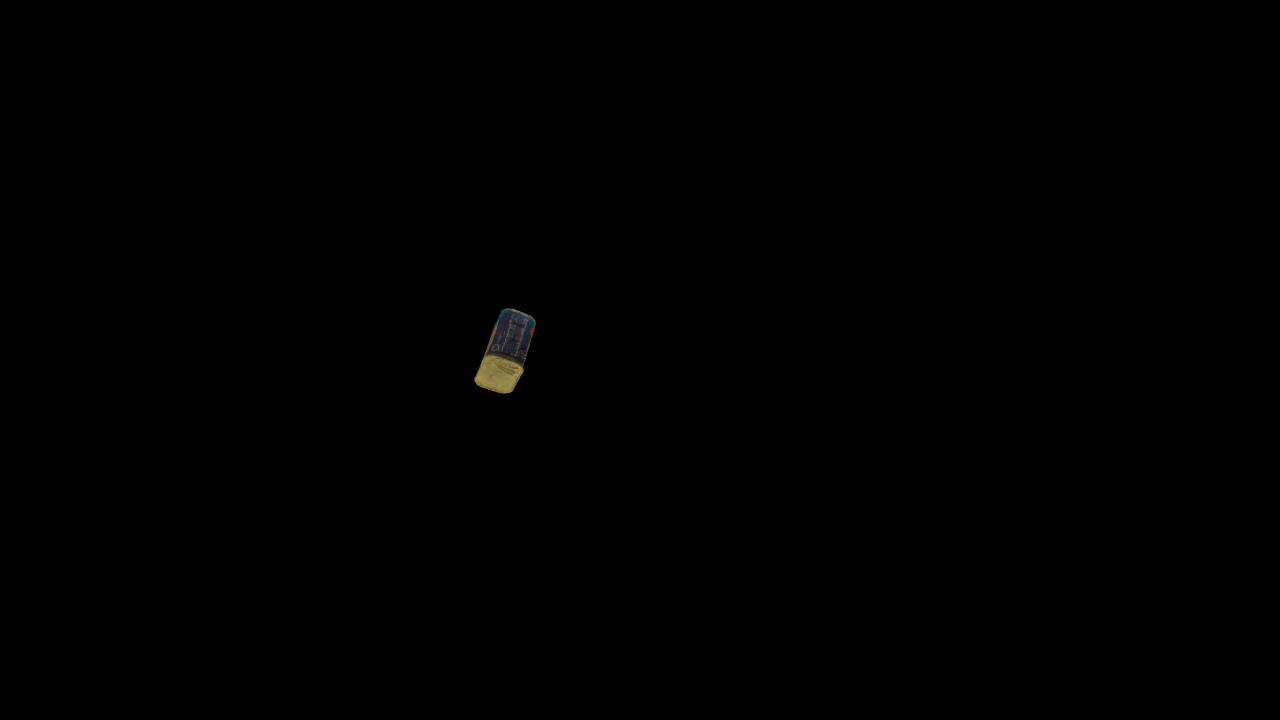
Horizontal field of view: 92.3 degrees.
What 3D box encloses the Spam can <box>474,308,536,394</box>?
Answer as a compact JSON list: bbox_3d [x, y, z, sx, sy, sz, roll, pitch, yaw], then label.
[{"bbox_3d":[-0.193,-0.013,0.883,0.058,0.085,0.101,20,-34,-16],"label":"Spam can"}]
